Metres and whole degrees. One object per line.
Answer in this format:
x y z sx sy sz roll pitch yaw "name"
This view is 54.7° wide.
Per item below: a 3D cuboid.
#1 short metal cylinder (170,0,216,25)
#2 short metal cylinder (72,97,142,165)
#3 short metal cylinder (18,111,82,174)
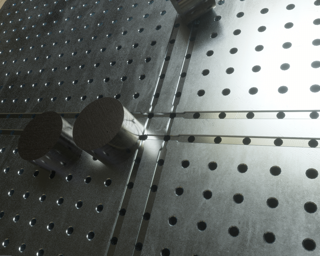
0.043 -0.208 0.478 0.050 0.080 0.080 -32 52 8 "short metal cylinder"
-0.072 0.004 0.427 0.080 0.050 0.080 -13 56 21 "short metal cylinder"
-0.162 0.022 0.464 0.080 0.050 0.080 -13 56 21 "short metal cylinder"
